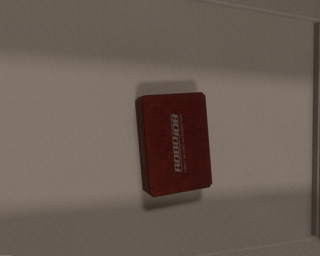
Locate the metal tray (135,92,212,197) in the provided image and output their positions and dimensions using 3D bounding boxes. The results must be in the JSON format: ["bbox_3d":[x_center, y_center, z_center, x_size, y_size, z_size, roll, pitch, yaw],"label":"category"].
[{"bbox_3d":[0.019,0.020,0.416,0.091,0.030,0.129,-6,92,-20],"label":"metal tray"}]
